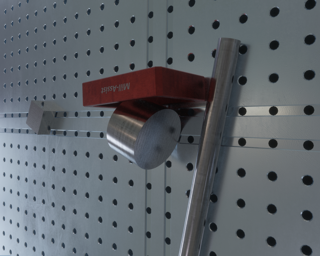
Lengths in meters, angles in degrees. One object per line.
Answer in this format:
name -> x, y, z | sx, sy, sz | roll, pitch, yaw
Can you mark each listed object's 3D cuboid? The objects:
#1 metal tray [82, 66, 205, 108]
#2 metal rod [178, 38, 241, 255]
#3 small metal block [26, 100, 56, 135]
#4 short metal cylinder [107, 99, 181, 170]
metal tray -> -0.022, -0.045, 0.384 | 0.130, 0.091, 0.030 | -3, 88, 40
metal rod -> 0.053, 0.048, 0.365 | 0.025, 0.025, 0.298 | 16, 100, 39
small metal block -> -0.232, -0.021, 0.601 | 0.050, 0.025, 0.050 | 33, 110, 35
short metal cylinder -> -0.019, 0.005, 0.390 | 0.050, 0.081, 0.079 | 27, 107, 37
